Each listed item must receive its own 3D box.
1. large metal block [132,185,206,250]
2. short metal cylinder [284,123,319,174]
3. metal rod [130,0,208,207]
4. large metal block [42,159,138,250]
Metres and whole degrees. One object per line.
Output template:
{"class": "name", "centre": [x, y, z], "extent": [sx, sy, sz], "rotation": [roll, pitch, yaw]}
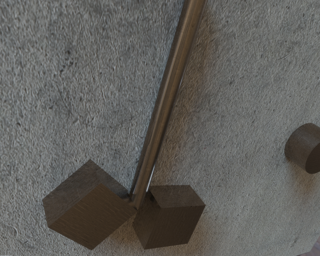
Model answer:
{"class": "large metal block", "centre": [0.013, 0.137, 0.484], "extent": [0.081, 0.050, 0.079], "rotation": [6, 116, -31]}
{"class": "short metal cylinder", "centre": [0.279, 0.037, 0.570], "extent": [0.081, 0.050, 0.079], "rotation": [-14, 125, -21]}
{"class": "metal rod", "centre": [0.004, -0.023, 0.396], "extent": [0.025, 0.025, 0.298], "rotation": [2, 117, -30]}
{"class": "large metal block", "centre": [-0.090, 0.101, 0.405], "extent": [0.080, 0.050, 0.080], "rotation": [-40, 130, -1]}
